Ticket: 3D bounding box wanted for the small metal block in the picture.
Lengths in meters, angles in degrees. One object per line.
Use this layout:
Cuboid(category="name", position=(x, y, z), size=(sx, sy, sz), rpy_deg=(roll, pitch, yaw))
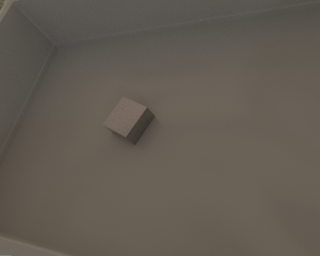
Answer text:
Cuboid(category="small metal block", position=(-0.044, -0.011, 0.437), size=(0.050, 0.025, 0.050), rpy_deg=(26, 76, 37))
